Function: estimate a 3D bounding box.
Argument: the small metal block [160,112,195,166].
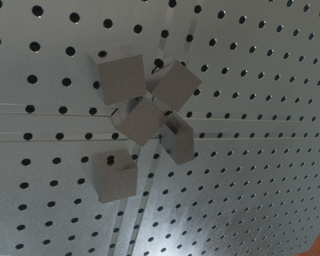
[{"bbox_3d":[0.022,0.014,0.417,0.025,0.050,0.050,-19,126,-18],"label":"small metal block"}]

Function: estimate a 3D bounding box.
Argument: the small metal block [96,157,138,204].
[{"bbox_3d":[-0.059,0.071,0.424,0.050,0.025,0.050,-9,123,-24],"label":"small metal block"}]

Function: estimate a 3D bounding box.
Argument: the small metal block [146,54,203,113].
[{"bbox_3d":[0.016,-0.055,0.387,0.050,0.025,0.050,32,101,-39],"label":"small metal block"}]

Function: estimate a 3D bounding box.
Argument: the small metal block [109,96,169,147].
[{"bbox_3d":[-0.026,-0.011,0.391,0.050,0.025,0.050,-47,130,5],"label":"small metal block"}]

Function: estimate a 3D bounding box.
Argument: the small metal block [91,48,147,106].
[{"bbox_3d":[-0.046,-0.059,0.351,0.050,0.025,0.050,-18,126,-19],"label":"small metal block"}]
